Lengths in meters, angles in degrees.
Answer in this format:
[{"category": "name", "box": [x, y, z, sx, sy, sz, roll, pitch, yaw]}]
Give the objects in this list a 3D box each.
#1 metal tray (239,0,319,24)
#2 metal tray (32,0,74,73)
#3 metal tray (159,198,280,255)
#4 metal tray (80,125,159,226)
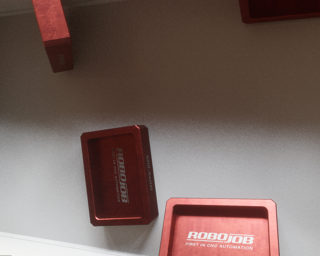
[{"category": "metal tray", "box": [0.149, -0.149, 0.321, 0.130, 0.090, 0.030, 1, 79, 19]}, {"category": "metal tray", "box": [-0.139, -0.131, 0.401, 0.030, 0.130, 0.089, -15, 90, -15]}, {"category": "metal tray", "box": [0.068, 0.129, 0.358, 0.130, 0.030, 0.090, -3, 53, 19]}, {"category": "metal tray", "box": [-0.056, 0.065, 0.426, 0.090, 0.030, 0.129, -8, 87, 19]}]
